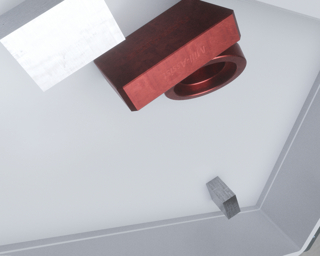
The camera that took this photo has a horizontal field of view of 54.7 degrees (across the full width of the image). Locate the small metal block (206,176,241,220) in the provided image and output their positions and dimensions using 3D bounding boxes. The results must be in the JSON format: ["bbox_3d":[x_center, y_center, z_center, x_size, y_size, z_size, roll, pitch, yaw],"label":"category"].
[{"bbox_3d":[0.108,0.119,0.527,0.025,0.050,0.050,-31,129,-8],"label":"small metal block"}]

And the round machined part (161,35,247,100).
[{"bbox_3d":[0.045,-0.073,0.358,0.099,0.042,0.098,-17,164,-5],"label":"round machined part"}]

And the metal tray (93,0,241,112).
[{"bbox_3d":[0.004,-0.081,0.319,0.130,0.090,0.030,-35,129,-5],"label":"metal tray"}]

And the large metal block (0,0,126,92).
[{"bbox_3d":[-0.089,-0.088,0.271,0.080,0.080,0.050,-35,129,-6],"label":"large metal block"}]
